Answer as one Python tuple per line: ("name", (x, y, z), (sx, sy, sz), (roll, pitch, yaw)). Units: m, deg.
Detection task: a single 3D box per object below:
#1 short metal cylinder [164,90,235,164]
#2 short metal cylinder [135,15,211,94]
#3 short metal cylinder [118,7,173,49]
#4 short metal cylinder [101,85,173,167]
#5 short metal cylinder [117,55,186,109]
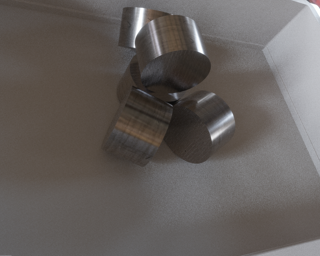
("short metal cylinder", (0.047, -0.002, 0.395), (0.050, 0.080, 0.080), (-33, 80, -37))
("short metal cylinder", (0.014, -0.083, 0.362), (0.081, 0.080, 0.050), (3, 61, -27))
("short metal cylinder", (-0.015, -0.133, 0.433), (0.081, 0.080, 0.050), (4, 103, -26))
("short metal cylinder", (-0.027, -0.002, 0.355), (0.050, 0.080, 0.080), (26, 53, -12))
("short metal cylinder", (-0.011, -0.056, 0.414), (0.081, 0.050, 0.080), (14, 56, -21))
